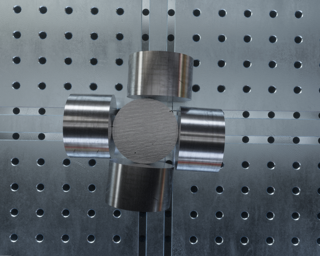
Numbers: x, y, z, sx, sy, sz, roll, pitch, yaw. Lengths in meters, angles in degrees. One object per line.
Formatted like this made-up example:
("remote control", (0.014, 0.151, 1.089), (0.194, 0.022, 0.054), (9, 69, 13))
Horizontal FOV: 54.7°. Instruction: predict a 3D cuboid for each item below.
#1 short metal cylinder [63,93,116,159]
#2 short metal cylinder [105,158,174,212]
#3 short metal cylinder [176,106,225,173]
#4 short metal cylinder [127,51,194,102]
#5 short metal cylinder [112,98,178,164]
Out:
("short metal cylinder", (-0.084, -0.003, 0.385), (0.050, 0.080, 0.079), (2, 90, -1))
("short metal cylinder", (-0.025, 0.068, 0.384), (0.080, 0.080, 0.050), (6, 90, 0))
("short metal cylinder", (0.047, 0.014, 0.386), (0.050, 0.080, 0.080), (4, 90, 0))
("short metal cylinder", (0.000, -0.061, 0.385), (0.081, 0.080, 0.050), (3, 90, 0))
("short metal cylinder", (-0.018, 0.004, 0.401), (0.081, 0.050, 0.080), (0, 90, -2))
